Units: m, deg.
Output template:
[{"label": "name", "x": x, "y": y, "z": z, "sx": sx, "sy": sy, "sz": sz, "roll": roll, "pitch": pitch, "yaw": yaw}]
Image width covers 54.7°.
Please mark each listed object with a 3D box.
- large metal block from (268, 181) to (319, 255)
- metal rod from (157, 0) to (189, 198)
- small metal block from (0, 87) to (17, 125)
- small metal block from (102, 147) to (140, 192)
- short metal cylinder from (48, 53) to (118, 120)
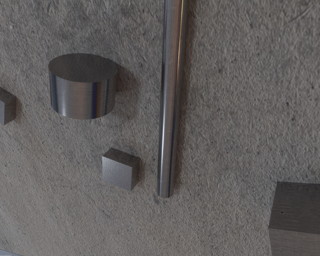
[{"label": "large metal block", "x": 0.172, "y": 0.107, "z": 0.347, "sx": 0.080, "sy": 0.080, "sz": 0.050, "roll": -1, "pitch": 118, "yaw": 28}, {"label": "metal rod", "x": 0.013, "y": -0.030, "z": 0.380, "sx": 0.025, "sy": 0.025, "sz": 0.298, "roll": 15, "pitch": 125, "yaw": 19}, {"label": "small metal block", "x": -0.272, "y": -0.041, "z": 0.522, "sx": 0.050, "sy": 0.025, "sz": 0.050, "roll": 31, "pitch": 128, "yaw": 8}, {"label": "small metal block", "x": -0.060, "y": 0.064, "z": 0.476, "sx": 0.050, "sy": 0.025, "sz": 0.050, "roll": 18, "pitch": 125, "yaw": 17}, {"label": "short metal cylinder", "x": -0.095, "y": -0.054, "z": 0.386, "sx": 0.080, "sy": 0.080, "sz": 0.050, "roll": 21, "pitch": 126, "yaw": 15}]
